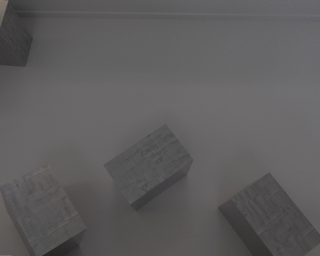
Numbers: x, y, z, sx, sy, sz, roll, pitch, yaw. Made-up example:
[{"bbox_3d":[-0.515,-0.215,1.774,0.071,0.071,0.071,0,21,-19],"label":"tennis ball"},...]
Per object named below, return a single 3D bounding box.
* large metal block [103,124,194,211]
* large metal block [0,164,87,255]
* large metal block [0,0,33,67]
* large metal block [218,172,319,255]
[{"bbox_3d":[-0.012,0.049,0.362,0.080,0.080,0.050,-34,74,-11],"label":"large metal block"},{"bbox_3d":[-0.127,0.099,0.337,0.050,0.080,0.080,-27,71,-32],"label":"large metal block"},{"bbox_3d":[-0.236,-0.129,0.426,0.080,0.080,0.050,4,70,1],"label":"large metal block"},{"bbox_3d":[0.115,0.103,0.343,0.050,0.080,0.080,-33,73,-11],"label":"large metal block"}]
